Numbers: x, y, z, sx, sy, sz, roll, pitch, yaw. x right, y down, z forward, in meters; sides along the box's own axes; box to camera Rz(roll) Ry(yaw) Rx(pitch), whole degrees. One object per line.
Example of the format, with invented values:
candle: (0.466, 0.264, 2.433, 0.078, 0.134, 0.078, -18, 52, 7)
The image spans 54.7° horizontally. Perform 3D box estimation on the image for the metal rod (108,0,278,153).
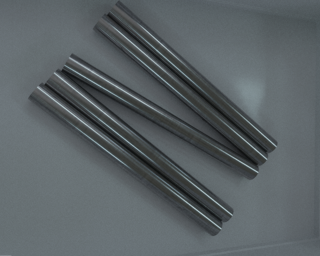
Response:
metal rod: (0.055, -0.061, 0.429, 0.301, 0.025, 0.025, 38, 78, -16)

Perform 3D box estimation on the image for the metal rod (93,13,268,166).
metal rod: (0.039, -0.042, 0.423, 0.301, 0.025, 0.025, 38, 78, -16)

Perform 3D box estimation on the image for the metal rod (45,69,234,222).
metal rod: (-0.015, 0.032, 0.404, 0.301, 0.025, 0.025, 40, 78, -16)

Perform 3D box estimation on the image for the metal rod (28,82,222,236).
metal rod: (-0.032, 0.049, 0.397, 0.301, 0.025, 0.025, 40, 78, -16)

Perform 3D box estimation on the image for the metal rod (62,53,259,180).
metal rod: (0.013, -0.006, 0.414, 0.301, 0.025, 0.025, 30, 80, -18)
